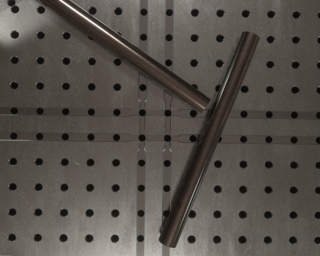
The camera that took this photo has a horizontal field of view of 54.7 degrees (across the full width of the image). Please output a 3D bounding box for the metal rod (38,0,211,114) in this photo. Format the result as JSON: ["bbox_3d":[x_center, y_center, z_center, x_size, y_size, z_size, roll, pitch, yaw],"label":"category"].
[{"bbox_3d":[-0.062,-0.115,0.412,0.301,0.025,0.025,35,90,-1],"label":"metal rod"}]

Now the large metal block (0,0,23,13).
[{"bbox_3d":[-0.231,-0.179,0.383,0.080,0.080,0.050,-29,90,0],"label":"large metal block"}]

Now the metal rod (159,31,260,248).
[{"bbox_3d":[0.066,0.015,0.414,0.025,0.025,0.299,22,90,-1],"label":"metal rod"}]
